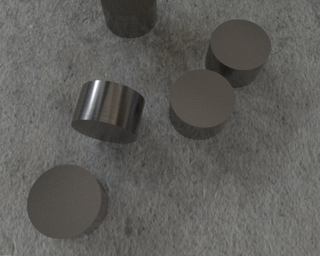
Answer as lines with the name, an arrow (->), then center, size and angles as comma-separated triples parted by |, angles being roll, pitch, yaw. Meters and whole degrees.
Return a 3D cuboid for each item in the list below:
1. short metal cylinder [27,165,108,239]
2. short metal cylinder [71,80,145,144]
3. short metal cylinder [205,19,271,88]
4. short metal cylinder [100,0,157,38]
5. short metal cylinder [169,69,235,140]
short metal cylinder -> -0.105, 0.087, 0.362 | 0.081, 0.050, 0.080 | 0, 70, 0
short metal cylinder -> -0.063, -0.017, 0.385 | 0.080, 0.080, 0.050 | 10, 71, 3
short metal cylinder -> 0.107, -0.103, 0.434 | 0.081, 0.050, 0.080 | 0, 70, 0
short metal cylinder -> -0.045, -0.182, 0.461 | 0.081, 0.050, 0.080 | 0, 70, 0
short metal cylinder -> 0.053, -0.030, 0.406 | 0.081, 0.050, 0.080 | 0, 70, 0
